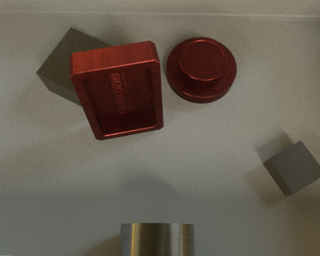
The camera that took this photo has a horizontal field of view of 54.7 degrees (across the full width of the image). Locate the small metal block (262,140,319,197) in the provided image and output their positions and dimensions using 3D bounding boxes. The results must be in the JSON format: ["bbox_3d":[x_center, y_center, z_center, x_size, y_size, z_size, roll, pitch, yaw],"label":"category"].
[{"bbox_3d":[0.169,0.051,0.393,0.050,0.025,0.050,-28,73,-10],"label":"small metal block"}]

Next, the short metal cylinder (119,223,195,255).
[{"bbox_3d":[-0.003,0.130,0.333,0.081,0.080,0.050,1,70,0],"label":"short metal cylinder"}]

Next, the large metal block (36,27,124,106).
[{"bbox_3d":[-0.104,-0.077,0.423,0.080,0.050,0.080,26,72,9],"label":"large metal block"}]

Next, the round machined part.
[{"bbox_3d":[0.058,-0.087,0.433,0.099,0.042,0.098,0,70,-1],"label":"round machined part"}]

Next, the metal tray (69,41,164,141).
[{"bbox_3d":[-0.045,-0.037,0.365,0.091,0.129,0.030,-11,58,-4],"label":"metal tray"}]
